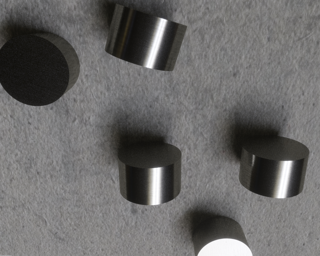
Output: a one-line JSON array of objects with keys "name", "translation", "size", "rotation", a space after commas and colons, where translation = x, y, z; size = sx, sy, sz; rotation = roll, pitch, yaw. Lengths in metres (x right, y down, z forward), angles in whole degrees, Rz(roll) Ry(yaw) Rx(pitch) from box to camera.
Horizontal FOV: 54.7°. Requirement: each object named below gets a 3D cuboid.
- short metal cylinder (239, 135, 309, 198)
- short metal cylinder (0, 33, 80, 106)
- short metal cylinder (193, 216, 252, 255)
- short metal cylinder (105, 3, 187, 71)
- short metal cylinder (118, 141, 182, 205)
[{"name": "short metal cylinder", "translation": [0.145, 0.047, 0.400], "size": [0.081, 0.080, 0.050], "rotation": [-1, 110, 0]}, {"name": "short metal cylinder", "translation": [-0.142, -0.071, 0.368], "size": [0.081, 0.050, 0.079], "rotation": [0, 110, -1]}, {"name": "short metal cylinder", "translation": [0.092, 0.181, 0.465], "size": [0.081, 0.050, 0.079], "rotation": [0, 110, -1]}, {"name": "short metal cylinder", "translation": [-0.016, -0.100, 0.343], "size": [0.080, 0.080, 0.050], "rotation": [16, 109, -6]}, {"name": "short metal cylinder", "translation": [-0.013, 0.056, 0.401], "size": [0.081, 0.080, 0.050], "rotation": [0, 110, 0]}]
